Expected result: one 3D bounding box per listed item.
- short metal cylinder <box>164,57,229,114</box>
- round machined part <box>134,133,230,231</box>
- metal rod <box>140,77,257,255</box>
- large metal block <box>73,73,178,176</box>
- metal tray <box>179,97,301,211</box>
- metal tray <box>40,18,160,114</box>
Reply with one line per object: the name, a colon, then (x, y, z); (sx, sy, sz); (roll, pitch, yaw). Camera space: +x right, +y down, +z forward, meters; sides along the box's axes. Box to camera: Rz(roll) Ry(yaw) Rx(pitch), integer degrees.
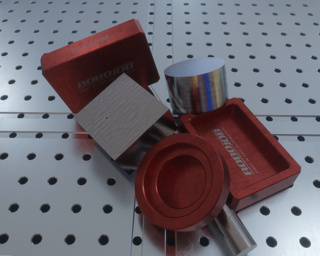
short metal cylinder: (0.050, -0.059, 0.417); (0.080, 0.050, 0.080); (-10, 26, 5)
round machined part: (0.026, 0.058, 0.325); (0.098, 0.042, 0.098); (-13, 62, 26)
metal rod: (0.020, 0.016, 0.388); (0.025, 0.025, 0.300); (-20, 53, -16)
large metal block: (-0.039, -0.005, 0.367); (0.080, 0.050, 0.080); (-44, 61, -10)
metal tray: (0.091, 0.025, 0.379); (0.091, 0.030, 0.130); (-20, 53, -16)
metal tray: (-0.074, -0.077, 0.406); (0.131, 0.090, 0.030); (-22, 54, 0)
